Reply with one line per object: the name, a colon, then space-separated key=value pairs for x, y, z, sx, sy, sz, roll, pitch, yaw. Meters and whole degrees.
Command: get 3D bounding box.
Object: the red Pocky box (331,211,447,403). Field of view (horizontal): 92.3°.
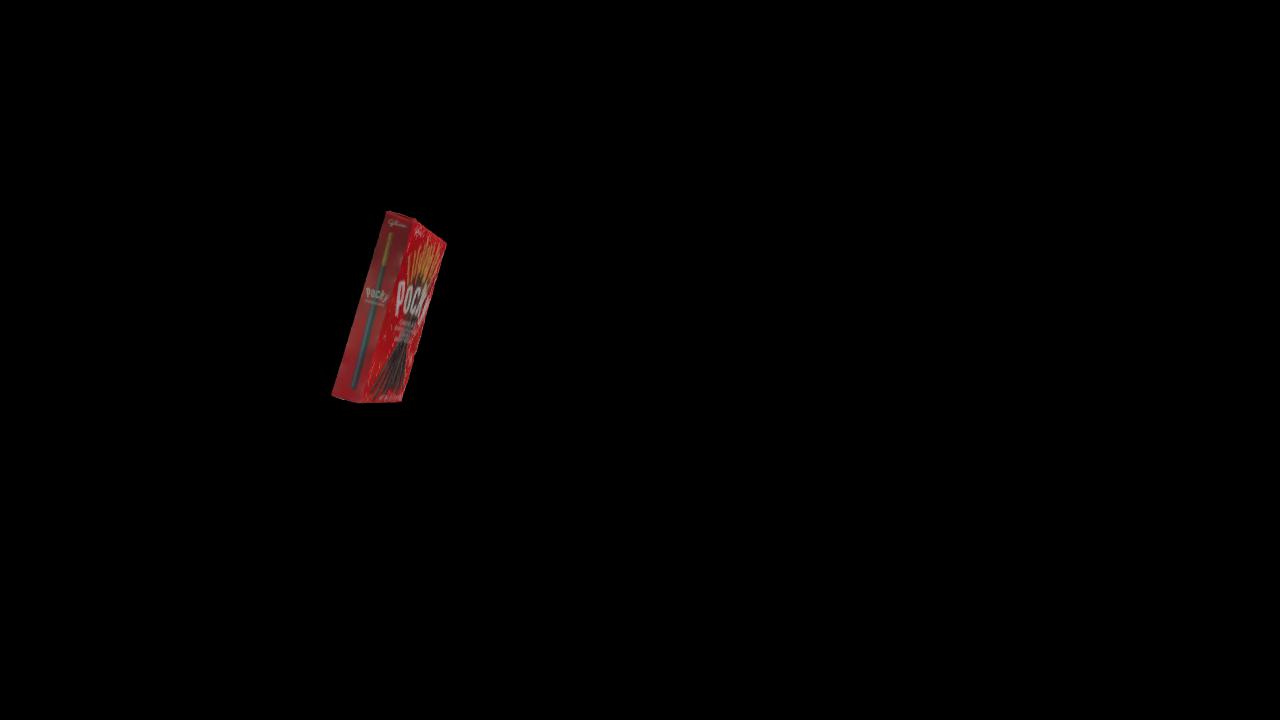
red Pocky box: x=-0.207 y=-0.040 z=0.519 sx=0.028 sy=0.155 sz=0.083 roll=15 pitch=-2 yaw=2
